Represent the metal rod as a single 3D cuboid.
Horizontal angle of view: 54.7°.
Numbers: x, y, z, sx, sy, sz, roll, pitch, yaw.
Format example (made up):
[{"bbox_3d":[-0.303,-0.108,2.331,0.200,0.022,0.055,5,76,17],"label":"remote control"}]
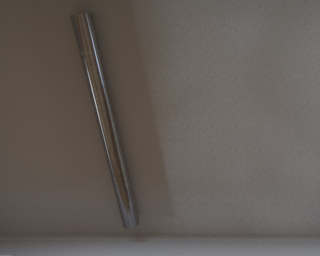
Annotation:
[{"bbox_3d":[-0.068,0.005,0.412,0.025,0.025,0.298,-9,110,3],"label":"metal rod"}]
